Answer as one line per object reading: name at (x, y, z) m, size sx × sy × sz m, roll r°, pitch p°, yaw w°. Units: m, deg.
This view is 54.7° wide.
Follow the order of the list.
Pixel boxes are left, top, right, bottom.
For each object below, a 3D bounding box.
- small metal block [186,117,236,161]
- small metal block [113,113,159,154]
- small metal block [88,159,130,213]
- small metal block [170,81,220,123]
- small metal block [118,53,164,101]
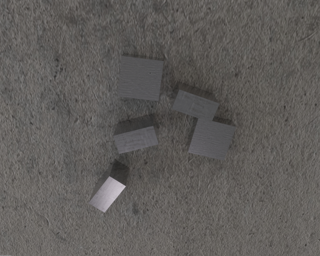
small metal block at (0.067, 0.011, 0.414) m, size 0.050 × 0.025 × 0.050 m, roll 13°, pitch 110°, yaw -5°
small metal block at (-0.029, 0.006, 0.398) m, size 0.050 × 0.050 × 0.025 m, roll -14°, pitch 110°, yaw 5°
small metal block at (-0.069, 0.078, 0.424) m, size 0.025 × 0.050 × 0.050 m, roll 35°, pitch 106°, yaw -12°
small metal block at (0.042, -0.034, 0.384) m, size 0.050 × 0.050 × 0.025 m, roll 18°, pitch 109°, yaw -7°
small metal block at (-0.024, -0.063, 0.386) m, size 0.050 × 0.025 × 0.050 m, roll 7°, pitch 110°, yaw -3°
